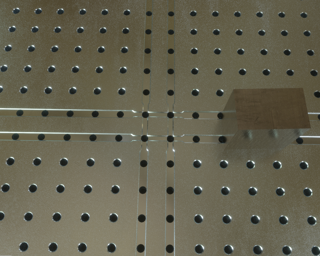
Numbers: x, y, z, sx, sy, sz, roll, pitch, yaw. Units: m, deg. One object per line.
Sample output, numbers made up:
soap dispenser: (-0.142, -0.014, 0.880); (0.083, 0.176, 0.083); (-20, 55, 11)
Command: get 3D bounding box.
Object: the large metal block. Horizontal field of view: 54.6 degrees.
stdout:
large metal block: (0.126, -0.009, 0.386); (0.080, 0.080, 0.050); (-1, 70, 0)
